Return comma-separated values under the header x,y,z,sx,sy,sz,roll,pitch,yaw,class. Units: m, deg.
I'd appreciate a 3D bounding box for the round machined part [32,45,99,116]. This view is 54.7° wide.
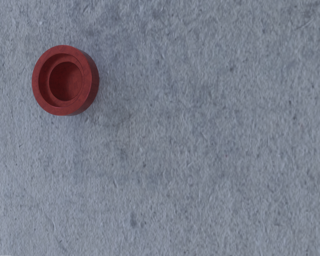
x,y,z,sx,sy,sz,roll,pitch,yaw,class
-0.130,-0.066,0.444,0.098,0.042,0.097,0,90,19,round machined part
